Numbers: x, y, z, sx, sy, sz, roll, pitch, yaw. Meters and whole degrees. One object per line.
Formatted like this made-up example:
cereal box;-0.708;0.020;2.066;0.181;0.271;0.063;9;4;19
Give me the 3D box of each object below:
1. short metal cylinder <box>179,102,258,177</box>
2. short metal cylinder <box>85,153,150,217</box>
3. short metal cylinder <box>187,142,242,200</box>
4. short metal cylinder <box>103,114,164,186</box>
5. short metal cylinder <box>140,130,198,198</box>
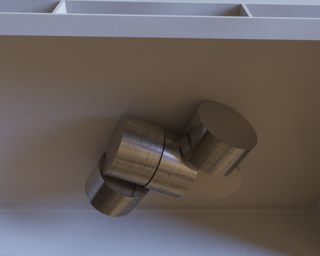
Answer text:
short metal cylinder;0.071;0.013;0.383;0.081;0.080;0.050;18;128;-15
short metal cylinder;-0.058;0.076;0.435;0.080;0.080;0.050;23;126;-19
short metal cylinder;0.071;0.058;0.440;0.081;0.050;0.079;0;130;0
short metal cylinder;-0.035;0.028;0.394;0.050;0.080;0.079;20;127;-17
short metal cylinder;0.011;0.047;0.412;0.050;0.080;0.079;21;127;-17
